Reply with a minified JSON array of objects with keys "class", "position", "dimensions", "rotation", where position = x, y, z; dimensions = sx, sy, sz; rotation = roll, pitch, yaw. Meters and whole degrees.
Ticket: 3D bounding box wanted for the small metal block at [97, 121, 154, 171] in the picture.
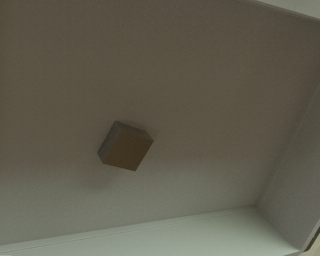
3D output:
[{"class":"small metal block","position":[-0.045,0.024,0.401],"dimensions":[0.050,0.025,0.050],"rotation":[20,107,-36]}]
